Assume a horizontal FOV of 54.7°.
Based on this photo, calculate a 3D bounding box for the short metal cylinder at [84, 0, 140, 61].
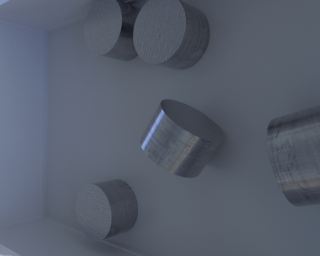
[{"bbox_3d":[-0.063,-0.140,0.443,0.080,0.050,0.080,0,90,40],"label":"short metal cylinder"}]

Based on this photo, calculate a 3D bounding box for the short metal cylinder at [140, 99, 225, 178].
[{"bbox_3d":[0.025,0.010,0.351,0.080,0.081,0.050,44,117,31],"label":"short metal cylinder"}]

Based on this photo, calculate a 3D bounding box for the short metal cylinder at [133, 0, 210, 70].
[{"bbox_3d":[0.014,-0.115,0.379,0.080,0.050,0.080,0,90,40],"label":"short metal cylinder"}]

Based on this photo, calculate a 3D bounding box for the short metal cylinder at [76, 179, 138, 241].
[{"bbox_3d":[-0.079,0.119,0.456,0.080,0.050,0.080,0,90,40],"label":"short metal cylinder"}]

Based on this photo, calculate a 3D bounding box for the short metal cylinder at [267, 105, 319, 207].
[{"bbox_3d":[0.133,0.023,0.261,0.050,0.081,0.080,-21,77,38],"label":"short metal cylinder"}]
